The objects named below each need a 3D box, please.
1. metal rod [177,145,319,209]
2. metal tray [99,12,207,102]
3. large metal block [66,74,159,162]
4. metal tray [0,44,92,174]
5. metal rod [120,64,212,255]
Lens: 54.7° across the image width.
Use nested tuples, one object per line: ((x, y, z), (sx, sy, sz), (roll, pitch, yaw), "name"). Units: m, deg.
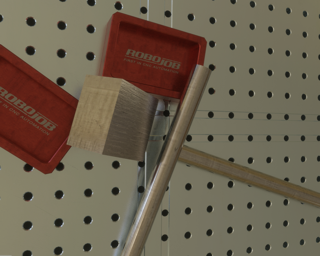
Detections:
((0.155, 0.081, 0.471), (0.302, 0.025, 0.025), (20, 83, -19), "metal rod")
((-0.008, -0.088, 0.407), (0.131, 0.030, 0.089), (10, 87, -20), "metal tray")
((-0.051, -0.009, 0.360), (0.080, 0.050, 0.080), (23, 80, -60), "large metal block")
((-0.155, -0.019, 0.352), (0.130, 0.030, 0.090), (37, 78, -17), "metal tray")
((0.001, 0.063, 0.395), (0.025, 0.025, 0.299), (21, 90, -19), "metal rod")
